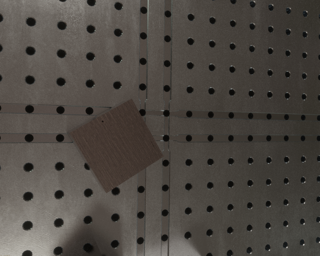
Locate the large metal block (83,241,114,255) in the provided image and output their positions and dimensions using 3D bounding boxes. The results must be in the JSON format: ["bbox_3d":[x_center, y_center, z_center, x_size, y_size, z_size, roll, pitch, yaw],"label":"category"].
[{"bbox_3d":[-0.078,0.191,0.355,0.050,0.080,0.080,46,76,-15],"label":"large metal block"}]

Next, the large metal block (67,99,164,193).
[{"bbox_3d":[-0.056,0.020,0.380,0.080,0.050,0.080,-32,101,-18],"label":"large metal block"}]
